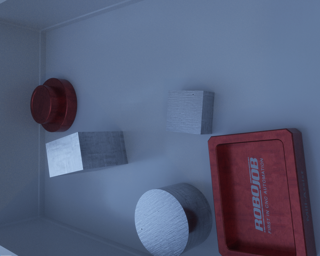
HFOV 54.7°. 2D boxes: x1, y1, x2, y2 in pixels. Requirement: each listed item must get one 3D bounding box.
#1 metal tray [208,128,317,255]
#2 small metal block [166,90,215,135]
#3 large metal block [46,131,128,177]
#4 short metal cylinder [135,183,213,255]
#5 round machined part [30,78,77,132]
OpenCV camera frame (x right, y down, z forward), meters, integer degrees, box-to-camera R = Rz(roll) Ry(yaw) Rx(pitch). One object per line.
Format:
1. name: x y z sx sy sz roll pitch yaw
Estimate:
1. metal tray: 0.101 0.069 0.318 0.090 0.030 0.129 -8 85 39
2. small metal block: 0.036 -0.019 0.375 0.050 0.025 0.050 6 94 39
3. large metal block: -0.108 0.038 0.457 0.080 0.081 0.050 -17 80 38
4. short metal cylinder: 0.016 0.110 0.376 0.080 0.050 0.079 0 90 39
5. round machined part: -0.195 -0.041 0.553 0.098 0.042 0.097 0 90 39
